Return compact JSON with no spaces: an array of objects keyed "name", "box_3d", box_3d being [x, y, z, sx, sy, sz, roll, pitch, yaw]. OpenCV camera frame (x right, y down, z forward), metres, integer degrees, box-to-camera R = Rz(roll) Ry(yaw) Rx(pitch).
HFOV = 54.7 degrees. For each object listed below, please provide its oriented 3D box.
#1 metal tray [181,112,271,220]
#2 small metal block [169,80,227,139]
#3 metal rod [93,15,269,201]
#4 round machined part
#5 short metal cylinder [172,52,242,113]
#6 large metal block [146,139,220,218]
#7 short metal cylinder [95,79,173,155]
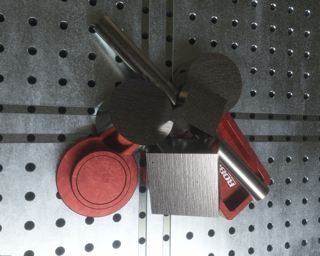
[{"name":"metal tray","box_3d":[0.089,0.052,0.439,0.090,0.030,0.130,-38,102,-16]},{"name":"small metal block","box_3d":[0.046,-0.021,0.370,0.050,0.025,0.050,28,73,-18]},{"name":"metal rod","box_3d":[0.030,-0.022,0.394,0.300,0.025,0.025,46,75,-5]},{"name":"round machined part","box_3d":[-0.073,0.059,0.372,0.099,0.042,0.097,0,90,-20]},{"name":"short metal cylinder","box_3d":[0.062,-0.057,0.419,0.081,0.050,0.079,0,90,-20]},{"name":"large metal block","box_3d":[0.031,0.059,0.379,0.080,0.050,0.079,0,107,13]},{"name":"short metal cylinder","box_3d":[-0.031,-0.012,0.372,0.081,0.050,0.080,9,70,-26]}]
